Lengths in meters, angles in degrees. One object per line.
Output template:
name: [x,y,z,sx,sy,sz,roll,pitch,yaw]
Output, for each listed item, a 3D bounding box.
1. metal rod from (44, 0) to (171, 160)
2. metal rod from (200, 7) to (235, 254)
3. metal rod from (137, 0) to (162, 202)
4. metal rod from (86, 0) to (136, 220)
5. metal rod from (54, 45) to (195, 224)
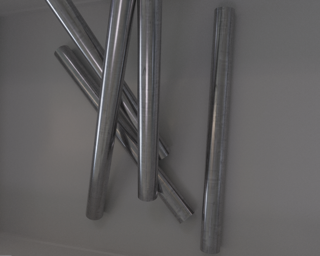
metal rod: [-0.075,-0.084,0.368,0.025,0.025,0.299,-28,108,18]
metal rod: [0.071,0.004,0.385,0.025,0.025,0.298,4,91,20]
metal rod: [-0.012,-0.052,0.338,0.025,0.025,0.298,10,113,20]
metal rod: [-0.065,-0.005,0.376,0.025,0.025,0.298,23,120,18]
metal rod: [-0.055,0.001,0.429,0.025,0.025,0.300,-42,77,15]
